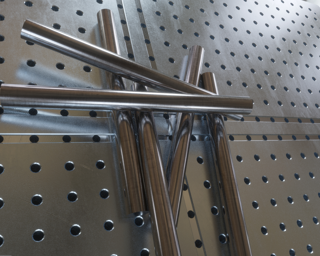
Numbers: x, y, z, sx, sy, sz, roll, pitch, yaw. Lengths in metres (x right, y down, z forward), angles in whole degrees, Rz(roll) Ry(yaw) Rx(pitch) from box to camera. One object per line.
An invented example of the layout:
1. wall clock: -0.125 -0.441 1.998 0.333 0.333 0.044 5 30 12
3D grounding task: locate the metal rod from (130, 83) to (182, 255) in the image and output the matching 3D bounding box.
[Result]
1. metal rod: -0.003 0.067 0.343 0.025 0.025 0.299 6 52 -25

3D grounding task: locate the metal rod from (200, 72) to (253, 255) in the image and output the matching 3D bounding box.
1. metal rod: 0.087 0.048 0.424 0.025 0.025 0.299 9 58 -24

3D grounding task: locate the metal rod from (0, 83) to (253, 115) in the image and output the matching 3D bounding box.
1. metal rod: -0.025 -0.033 0.377 0.302 0.025 0.025 1 61 -17

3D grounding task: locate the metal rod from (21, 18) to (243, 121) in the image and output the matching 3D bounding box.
1. metal rod: -0.021 -0.069 0.404 0.302 0.025 0.025 19 54 -17

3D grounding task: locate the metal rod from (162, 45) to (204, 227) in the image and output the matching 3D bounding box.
1. metal rod: 0.034 -0.010 0.431 0.025 0.025 0.300 23 53 -14

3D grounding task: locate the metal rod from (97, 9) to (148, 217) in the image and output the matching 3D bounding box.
1. metal rod: -0.053 -0.038 0.402 0.025 0.025 0.299 2 61 -27
